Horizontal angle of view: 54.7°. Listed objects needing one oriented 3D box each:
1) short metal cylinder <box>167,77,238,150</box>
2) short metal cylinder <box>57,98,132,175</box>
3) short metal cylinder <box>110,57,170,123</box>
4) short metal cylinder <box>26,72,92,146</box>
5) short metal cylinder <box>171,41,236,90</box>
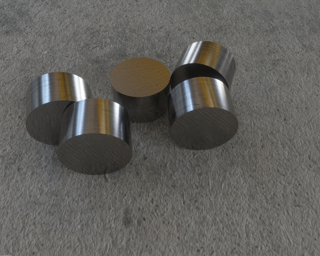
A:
[{"bbox_3d":[0.051,-0.016,0.381,0.081,0.080,0.050,-3,50,-2],"label":"short metal cylinder"},{"bbox_3d":[-0.073,0.012,0.357,0.081,0.080,0.050,-5,50,-4],"label":"short metal cylinder"},{"bbox_3d":[-0.026,-0.053,0.432,0.080,0.050,0.080,0,50,0],"label":"short metal cylinder"},{"bbox_3d":[-0.123,-0.022,0.385,0.081,0.080,0.050,-12,51,-10],"label":"short metal cylinder"},{"bbox_3d":[0.060,-0.072,0.428,0.080,0.080,0.050,15,52,12],"label":"short metal cylinder"}]
